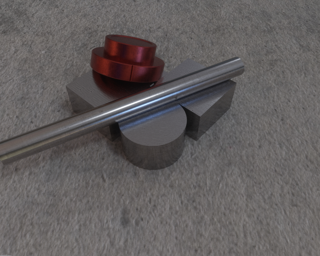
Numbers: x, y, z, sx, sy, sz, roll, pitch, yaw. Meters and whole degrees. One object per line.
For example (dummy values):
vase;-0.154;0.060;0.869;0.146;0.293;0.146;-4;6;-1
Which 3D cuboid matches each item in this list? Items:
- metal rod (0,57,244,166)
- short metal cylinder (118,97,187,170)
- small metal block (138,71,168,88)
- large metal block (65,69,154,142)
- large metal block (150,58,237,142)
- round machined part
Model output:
metal rod;-0.030;-0.028;0.362;0.302;0.025;0.025;-22;54;-18
short metal cylinder;-0.009;0.005;0.383;0.081;0.050;0.080;0;50;0
small metal block;-0.011;-0.063;0.457;0.050;0.025;0.050;35;58;25
large metal block;-0.065;-0.041;0.420;0.080;0.050;0.080;35;58;25
large metal block;0.044;-0.041;0.424;0.080;0.050;0.080;34;58;25
round machined part;-0.042;-0.097;0.417;0.099;0.042;0.098;10;24;-4
